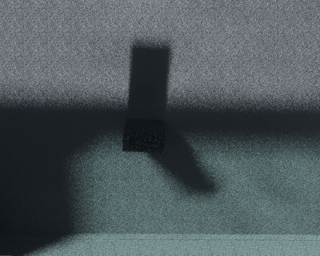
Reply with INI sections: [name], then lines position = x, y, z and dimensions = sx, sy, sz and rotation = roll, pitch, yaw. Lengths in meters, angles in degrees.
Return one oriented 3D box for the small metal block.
[small metal block]
position = -0.020, 0.009, 0.397
dimensions = 0.050, 0.050, 0.025
rotation = 3, 110, -2
